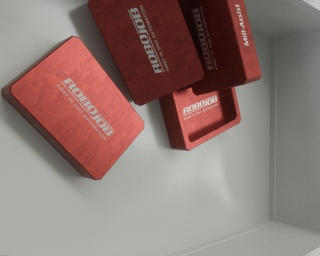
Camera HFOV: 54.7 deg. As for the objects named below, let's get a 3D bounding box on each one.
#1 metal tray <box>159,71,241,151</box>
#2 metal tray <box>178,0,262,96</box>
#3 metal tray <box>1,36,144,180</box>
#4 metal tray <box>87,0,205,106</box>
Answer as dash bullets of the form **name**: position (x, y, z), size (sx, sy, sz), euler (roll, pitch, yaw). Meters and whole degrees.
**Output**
- **metal tray**: position (0.063, -0.031, 0.455), size (0.131, 0.030, 0.089), euler (-24, 105, -37)
- **metal tray**: position (0.066, -0.112, 0.384), size (0.030, 0.090, 0.129), euler (-20, 97, -36)
- **metal tray**: position (-0.085, -0.019, 0.332), size (0.090, 0.030, 0.130), euler (-52, 120, -27)
- **metal tray**: position (-0.013, -0.102, 0.359), size (0.090, 0.030, 0.129), euler (-24, 109, 2)
